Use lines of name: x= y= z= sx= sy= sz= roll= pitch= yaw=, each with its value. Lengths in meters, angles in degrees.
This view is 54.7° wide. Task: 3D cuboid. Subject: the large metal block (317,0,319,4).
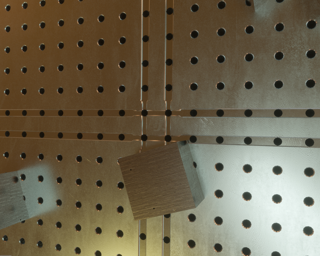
large metal block: x=0.199 y=-0.175 z=0.314 sx=0.080 sy=0.080 sz=0.050 roll=-31 pitch=80 yaw=17

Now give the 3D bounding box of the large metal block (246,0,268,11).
large metal block: x=0.118 y=-0.201 z=0.357 sx=0.080 sy=0.050 sz=0.080 roll=-37 pitch=79 yaw=16

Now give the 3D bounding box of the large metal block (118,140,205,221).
large metal block: x=0.003 y=0.066 z=0.398 sx=0.080 sy=0.050 sz=0.080 roll=-18 pitch=84 yaw=18

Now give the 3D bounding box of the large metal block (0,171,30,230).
large metal block: x=-0.258 y=0.116 z=0.472 sx=0.050 sy=0.080 sz=0.080 roll=-19 pitch=84 yaw=19
